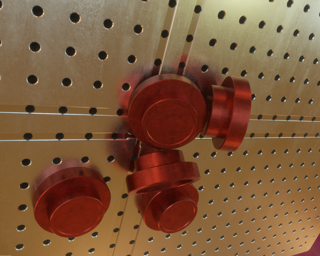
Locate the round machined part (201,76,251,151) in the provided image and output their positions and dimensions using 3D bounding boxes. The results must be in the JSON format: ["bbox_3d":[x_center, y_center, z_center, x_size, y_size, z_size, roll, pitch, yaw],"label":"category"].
[{"bbox_3d":[0.080,-0.020,0.405,0.042,0.098,0.097,9,117,-4],"label":"round machined part"}]

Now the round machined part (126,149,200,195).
[{"bbox_3d":[0.002,0.059,0.418,0.099,0.042,0.098,-12,162,-3],"label":"round machined part"}]

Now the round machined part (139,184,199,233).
[{"bbox_3d":[0.020,0.128,0.492,0.099,0.042,0.097,-14,125,-21],"label":"round machined part"}]

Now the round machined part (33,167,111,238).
[{"bbox_3d":[-0.112,0.103,0.404,0.099,0.042,0.097,-14,125,-21],"label":"round machined part"}]

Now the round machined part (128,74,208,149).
[{"bbox_3d":[0.010,-0.013,0.380,0.099,0.042,0.097,-3,119,-5],"label":"round machined part"}]
